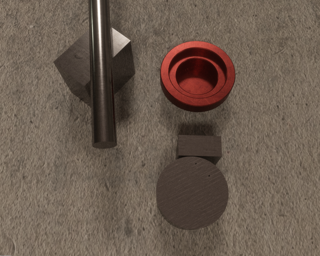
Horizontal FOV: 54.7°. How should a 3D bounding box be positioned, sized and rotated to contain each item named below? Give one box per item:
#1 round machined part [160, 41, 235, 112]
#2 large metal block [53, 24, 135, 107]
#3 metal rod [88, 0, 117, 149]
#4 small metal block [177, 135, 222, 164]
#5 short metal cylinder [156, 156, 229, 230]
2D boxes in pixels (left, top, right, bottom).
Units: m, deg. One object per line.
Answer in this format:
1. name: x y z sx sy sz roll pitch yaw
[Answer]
1. round machined part: 0.049 -0.066 0.424 0.099 0.042 0.098 0 70 -1
2. large metal block: -0.081 -0.078 0.407 0.050 0.080 0.080 37 74 12
3. metal rod: -0.071 -0.122 0.366 0.025 0.025 0.299 -5 70 -2
4. small metal block: 0.047 0.029 0.385 0.050 0.050 0.025 2 70 0
5. short metal cylinder: 0.036 0.079 0.367 0.081 0.050 0.080 0 70 0
